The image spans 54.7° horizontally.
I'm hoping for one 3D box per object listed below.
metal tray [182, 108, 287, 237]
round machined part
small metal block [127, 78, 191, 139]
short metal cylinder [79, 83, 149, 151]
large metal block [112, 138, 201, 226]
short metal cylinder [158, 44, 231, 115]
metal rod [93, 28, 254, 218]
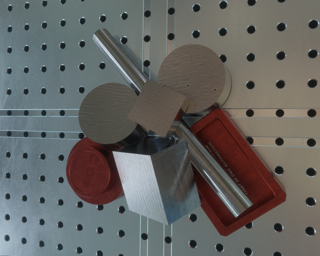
[{"bbox_3d":[0.077,0.052,0.379,0.090,0.030,0.130,-38,78,16],"label":"metal tray"},{"bbox_3d":[-0.090,0.059,0.430,0.098,0.042,0.097,0,90,19],"label":"round machined part"},{"bbox_3d":[-0.001,-0.021,0.353,0.050,0.025,0.050,28,91,18],"label":"small metal block"},{"bbox_3d":[-0.057,-0.012,0.404,0.080,0.050,0.080,-3,73,10],"label":"short metal cylinder"},{"bbox_3d":[-0.005,0.059,0.369,0.080,0.050,0.080,-1,107,53],"label":"large metal block"},{"bbox_3d":[0.044,-0.057,0.380,0.080,0.050,0.079,0,90,20],"label":"short metal cylinder"},{"bbox_3d":[0.003,-0.022,0.381,0.025,0.025,0.300,-45,67,14],"label":"metal rod"}]
